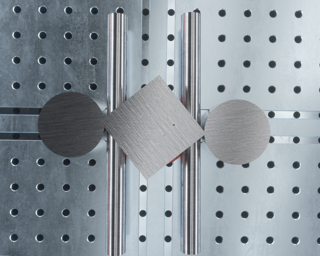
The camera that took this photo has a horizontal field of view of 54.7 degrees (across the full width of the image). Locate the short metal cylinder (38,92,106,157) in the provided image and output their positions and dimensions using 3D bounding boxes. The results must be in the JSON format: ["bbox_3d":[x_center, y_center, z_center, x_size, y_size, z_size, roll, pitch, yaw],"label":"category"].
[{"bbox_3d":[-0.108,-0.004,0.400,0.081,0.050,0.080,0,90,0],"label":"short metal cylinder"}]

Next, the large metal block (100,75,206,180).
[{"bbox_3d":[-0.008,-0.001,0.353,0.080,0.050,0.080,-38,90,0],"label":"large metal block"}]

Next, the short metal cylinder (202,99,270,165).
[{"bbox_3d":[0.094,0.005,0.401,0.081,0.050,0.080,0,90,0],"label":"short metal cylinder"}]

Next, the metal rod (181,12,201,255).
[{"bbox_3d":[0.039,0.007,0.392,0.025,0.025,0.298,0,90,0],"label":"metal rod"}]

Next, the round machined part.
[{"bbox_3d":[-0.008,0.003,0.405,0.099,0.042,0.097,0,90,0],"label":"round machined part"}]

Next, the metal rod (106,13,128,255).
[{"bbox_3d":[-0.055,0.008,0.392,0.025,0.025,0.298,0,90,0],"label":"metal rod"}]
